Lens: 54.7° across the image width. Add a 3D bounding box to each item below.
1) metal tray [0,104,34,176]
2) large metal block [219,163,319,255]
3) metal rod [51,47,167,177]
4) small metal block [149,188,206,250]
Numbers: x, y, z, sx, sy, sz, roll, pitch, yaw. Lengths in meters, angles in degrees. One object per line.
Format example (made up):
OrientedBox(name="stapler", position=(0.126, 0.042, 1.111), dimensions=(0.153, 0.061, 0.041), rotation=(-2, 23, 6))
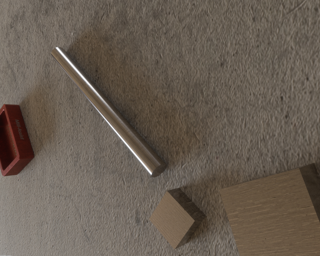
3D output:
OrientedBox(name="metal tray", position=(-0.317, 0.026, 0.658), dimensions=(0.090, 0.030, 0.130), rotation=(-38, 67, 33))
OrientedBox(name="large metal block", position=(0.114, 0.084, 0.294), dimensions=(0.080, 0.050, 0.080), rotation=(-25, 74, 37))
OrientedBox(name="metal rod", position=(-0.091, -0.039, 0.477), dimensions=(0.300, 0.025, 0.025), rotation=(46, 117, 29))
OrientedBox(name="small metal block", position=(0.021, 0.112, 0.386), dimensions=(0.050, 0.025, 0.050), rotation=(43, 116, 31))
